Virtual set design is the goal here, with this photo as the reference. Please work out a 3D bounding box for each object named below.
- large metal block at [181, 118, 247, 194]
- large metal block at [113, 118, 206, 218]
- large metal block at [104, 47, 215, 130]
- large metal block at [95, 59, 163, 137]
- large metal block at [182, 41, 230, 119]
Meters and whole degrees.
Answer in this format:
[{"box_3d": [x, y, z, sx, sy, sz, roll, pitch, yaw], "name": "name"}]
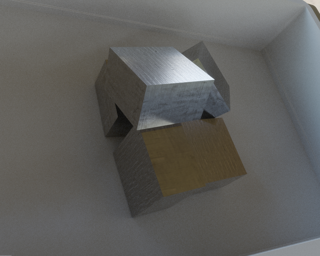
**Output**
[{"box_3d": [0.049, 0.036, 0.391, 0.081, 0.050, 0.080, -6, 65, -31], "name": "large metal block"}, {"box_3d": [-0.005, 0.044, 0.340, 0.050, 0.080, 0.080, -7, 65, -32], "name": "large metal block"}, {"box_3d": [-0.004, -0.047, 0.332, 0.081, 0.050, 0.080, -10, 42, -32], "name": "large metal block"}, {"box_3d": [-0.031, -0.036, 0.395, 0.081, 0.050, 0.080, -1, 62, -29], "name": "large metal block"}, {"box_3d": [0.054, -0.062, 0.424, 0.080, 0.050, 0.080, 54, 26, -20], "name": "large metal block"}]
